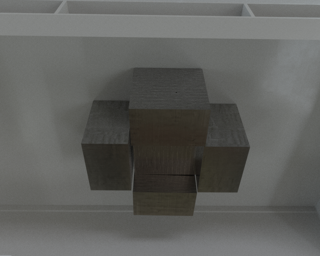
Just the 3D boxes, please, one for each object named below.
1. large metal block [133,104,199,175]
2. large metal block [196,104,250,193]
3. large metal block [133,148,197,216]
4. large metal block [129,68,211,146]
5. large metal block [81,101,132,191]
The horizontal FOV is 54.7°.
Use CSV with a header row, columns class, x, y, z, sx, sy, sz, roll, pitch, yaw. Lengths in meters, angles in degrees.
class,x,y,z,sx,sy,sz,roll,pitch,yaw
large metal block,0.008,0.015,0.402,0.081,0.050,0.079,0,130,-1
large metal block,0.073,0.025,0.394,0.050,0.080,0.079,1,130,-1
large metal block,0.005,0.074,0.434,0.081,0.080,0.050,1,130,-1
large metal block,0.009,-0.025,0.349,0.081,0.080,0.050,1,130,-1
large metal block,-0.060,0.021,0.389,0.050,0.080,0.079,1,130,-1
